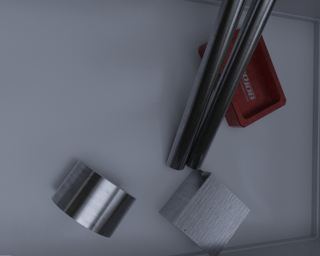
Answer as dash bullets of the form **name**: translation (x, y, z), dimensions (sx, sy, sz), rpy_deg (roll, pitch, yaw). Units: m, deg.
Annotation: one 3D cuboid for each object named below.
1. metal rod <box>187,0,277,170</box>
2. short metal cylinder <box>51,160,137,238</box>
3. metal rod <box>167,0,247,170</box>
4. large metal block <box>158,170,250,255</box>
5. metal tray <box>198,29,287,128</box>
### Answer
- **metal rod**: translation (0.094, -0.079, 0.376), dimensions (0.025, 0.025, 0.298), rpy_deg (12, 113, -20)
- **short metal cylinder**: translation (-0.074, 0.080, 0.355), dimensions (0.080, 0.080, 0.050), rpy_deg (38, 78, -17)
- **metal rod**: translation (0.063, -0.080, 0.364), dimensions (0.025, 0.025, 0.298), rpy_deg (8, 115, -20)
- **large metal block**: translation (0.060, 0.113, 0.421), dimensions (0.080, 0.050, 0.080), rpy_deg (44, 76, -15)
- **metal tray**: translation (0.123, -0.076, 0.454), dimensions (0.091, 0.030, 0.129), rpy_deg (-27, 99, -18)
